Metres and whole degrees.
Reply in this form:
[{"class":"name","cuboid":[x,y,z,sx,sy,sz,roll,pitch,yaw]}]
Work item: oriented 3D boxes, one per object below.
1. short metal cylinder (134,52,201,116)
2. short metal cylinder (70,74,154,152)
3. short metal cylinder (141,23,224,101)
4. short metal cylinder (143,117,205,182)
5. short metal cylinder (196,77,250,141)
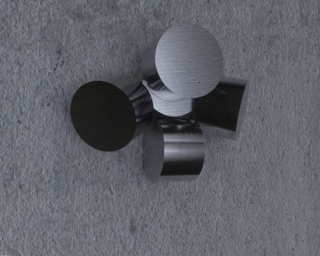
[{"class":"short metal cylinder","cuboid":[0.009,-0.054,0.401,0.081,0.050,0.079,0,90,-21]},{"class":"short metal cylinder","cuboid":[-0.054,-0.019,0.356,0.080,0.050,0.079,6,110,19]},{"class":"short metal cylinder","cuboid":[0.024,-0.072,0.353,0.081,0.050,0.079,0,90,-21]},{"class":"short metal cylinder","cuboid":[0.015,0.027,0.386,0.050,0.080,0.079,2,90,-20]},{"class":"short metal cylinder","cuboid":[0.083,-0.027,0.407,0.050,0.080,0.080,13,85,19]}]
